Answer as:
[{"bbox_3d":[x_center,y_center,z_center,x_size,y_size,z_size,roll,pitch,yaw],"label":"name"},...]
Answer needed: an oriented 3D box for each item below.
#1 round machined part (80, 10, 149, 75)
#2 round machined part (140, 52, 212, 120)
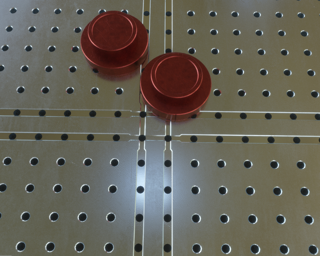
[{"bbox_3d":[-0.066,-0.130,0.449,0.099,0.042,0.098,0,70,-1],"label":"round machined part"},{"bbox_3d":[0.022,-0.063,0.426,0.099,0.042,0.098,0,70,-1],"label":"round machined part"}]
